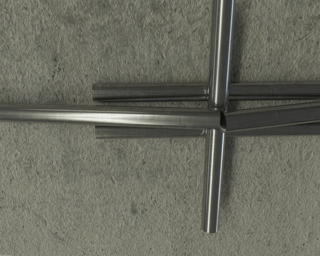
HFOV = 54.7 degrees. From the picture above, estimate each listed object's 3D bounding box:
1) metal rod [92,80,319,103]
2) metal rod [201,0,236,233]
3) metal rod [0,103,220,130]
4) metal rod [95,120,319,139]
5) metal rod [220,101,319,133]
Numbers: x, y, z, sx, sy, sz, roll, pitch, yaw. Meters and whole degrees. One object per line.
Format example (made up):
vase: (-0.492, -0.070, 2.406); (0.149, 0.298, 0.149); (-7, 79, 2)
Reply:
metal rod: (0.067, -0.046, 0.394); (0.302, 0.025, 0.025); (-1, 110, -1)
metal rod: (0.070, 0.001, 0.386); (0.025, 0.025, 0.298); (0, 110, 0)
metal rod: (-0.080, -0.015, 0.377); (0.302, 0.025, 0.025); (2, 111, 9)
metal rod: (0.067, 0.000, 0.411); (0.302, 0.025, 0.025); (-1, 110, -1)
metal rod: (0.220, -0.023, 0.379); (0.302, 0.025, 0.025); (-6, 111, -9)
